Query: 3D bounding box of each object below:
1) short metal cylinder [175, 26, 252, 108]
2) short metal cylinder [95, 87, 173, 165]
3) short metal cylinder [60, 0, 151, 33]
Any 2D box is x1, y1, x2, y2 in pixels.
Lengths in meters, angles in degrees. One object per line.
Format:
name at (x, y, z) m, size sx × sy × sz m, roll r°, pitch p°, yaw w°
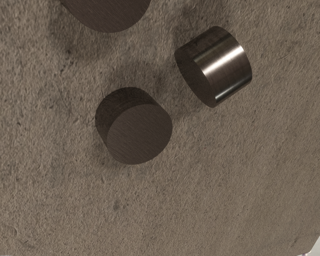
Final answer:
short metal cylinder at (0.061, -0.070, 0.363) m, size 0.050 × 0.080 × 0.080 m, roll -34°, pitch 129°, yaw -6°
short metal cylinder at (-0.032, -0.003, 0.373) m, size 0.081 × 0.050 × 0.079 m, roll -14°, pitch 125°, yaw -21°
short metal cylinder at (-0.053, -0.133, 0.281) m, size 0.081 × 0.050 × 0.079 m, roll -14°, pitch 125°, yaw -21°
